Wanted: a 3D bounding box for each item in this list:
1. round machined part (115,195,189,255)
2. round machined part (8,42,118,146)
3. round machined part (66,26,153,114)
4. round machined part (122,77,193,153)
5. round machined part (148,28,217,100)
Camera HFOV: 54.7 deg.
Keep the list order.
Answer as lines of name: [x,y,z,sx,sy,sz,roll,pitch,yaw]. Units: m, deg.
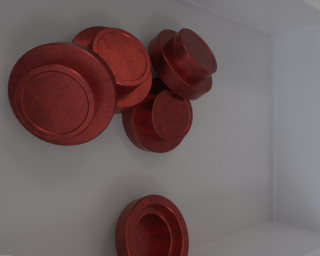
round machined part: [-0.014,0.133,0.370,0.099,0.042,0.098,24,54,-37]
round machined part: [-0.090,-0.028,0.285,0.099,0.042,0.097,-1,110,-1]
round machined part: [-0.049,-0.068,0.335,0.099,0.042,0.098,14,64,-31]
round machined part: [0.004,-0.017,0.399,0.099,0.042,0.097,0,90,-40]
round machined part: [0.036,-0.088,0.398,0.098,0.042,0.098,30,42,-31]
